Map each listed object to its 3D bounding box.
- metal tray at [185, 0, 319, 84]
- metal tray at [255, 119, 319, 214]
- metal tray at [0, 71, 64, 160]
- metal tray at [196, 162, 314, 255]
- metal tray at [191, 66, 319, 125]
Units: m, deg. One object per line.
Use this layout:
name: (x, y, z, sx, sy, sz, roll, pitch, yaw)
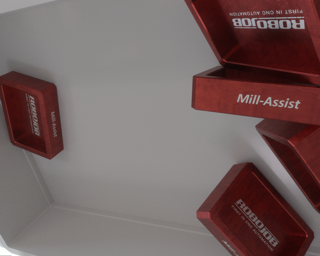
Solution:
metal tray: (0.081, -0.085, 0.247, 0.090, 0.030, 0.130, 51, 169, -31)
metal tray: (0.158, 0.046, 0.310, 0.030, 0.090, 0.130, -38, 99, 3)
metal tray: (-0.208, -0.019, 0.503, 0.090, 0.030, 0.129, 18, 126, 18)
metal tray: (0.117, 0.117, 0.374, 0.130, 0.090, 0.030, 48, 155, -6)
metal tray: (0.105, -0.034, 0.287, 0.130, 0.090, 0.030, 9, 110, 23)
